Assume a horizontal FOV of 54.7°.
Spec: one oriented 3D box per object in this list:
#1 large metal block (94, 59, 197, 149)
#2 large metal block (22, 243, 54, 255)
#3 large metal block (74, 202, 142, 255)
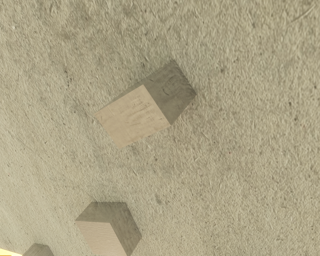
[{"bbox_3d":[-0.015,-0.028,0.362,0.080,0.080,0.050,-25,105,37],"label":"large metal block"},{"bbox_3d":[-0.293,0.335,0.733,0.050,0.080,0.080,-5,116,30],"label":"large metal block"},{"bbox_3d":[-0.090,0.179,0.549,0.080,0.050,0.080,-8,115,31],"label":"large metal block"}]
